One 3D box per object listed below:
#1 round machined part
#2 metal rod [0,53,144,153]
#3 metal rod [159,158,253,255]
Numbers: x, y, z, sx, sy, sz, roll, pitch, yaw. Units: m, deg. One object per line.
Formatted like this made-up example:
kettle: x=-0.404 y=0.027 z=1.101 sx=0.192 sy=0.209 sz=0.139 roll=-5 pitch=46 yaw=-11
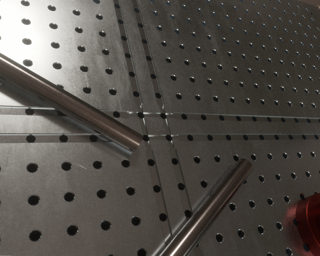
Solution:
round machined part: x=0.252 y=0.142 z=0.450 sx=0.099 sy=0.042 sz=0.098 roll=14 pitch=56 yaw=-21
metal rod: x=-0.155 y=-0.055 z=0.358 sx=0.301 sy=0.025 sz=0.025 roll=31 pitch=52 yaw=-9
metal rod: x=0.029 y=0.127 z=0.348 sx=0.025 sy=0.025 sz=0.302 roll=48 pitch=51 yaw=5
